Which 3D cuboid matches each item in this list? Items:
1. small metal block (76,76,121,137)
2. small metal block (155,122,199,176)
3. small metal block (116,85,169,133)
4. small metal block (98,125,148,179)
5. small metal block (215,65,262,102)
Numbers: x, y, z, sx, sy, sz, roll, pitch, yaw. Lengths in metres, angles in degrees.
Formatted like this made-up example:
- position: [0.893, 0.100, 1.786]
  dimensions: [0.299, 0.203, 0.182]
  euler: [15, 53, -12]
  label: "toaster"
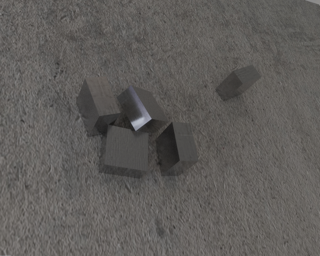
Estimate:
- position: [-0.074, -0.025, 0.363]
  dimensions: [0.025, 0.050, 0.050]
  euler: [-11, 67, -33]
  label: "small metal block"
- position: [0.019, 0.027, 0.381]
  dimensions: [0.025, 0.050, 0.050]
  euler: [5, 60, -26]
  label: "small metal block"
- position: [-0.021, -0.023, 0.390]
  dimensions: [0.050, 0.025, 0.050]
  euler: [59, 20, 17]
  label: "small metal block"
- position: [-0.042, 0.028, 0.364]
  dimensions: [0.050, 0.025, 0.050]
  euler: [13, 57, -22]
  label: "small metal block"
- position: [0.126, -0.072, 0.499]
  dimensions: [0.050, 0.050, 0.025]
  euler: [-22, 74, -36]
  label: "small metal block"
